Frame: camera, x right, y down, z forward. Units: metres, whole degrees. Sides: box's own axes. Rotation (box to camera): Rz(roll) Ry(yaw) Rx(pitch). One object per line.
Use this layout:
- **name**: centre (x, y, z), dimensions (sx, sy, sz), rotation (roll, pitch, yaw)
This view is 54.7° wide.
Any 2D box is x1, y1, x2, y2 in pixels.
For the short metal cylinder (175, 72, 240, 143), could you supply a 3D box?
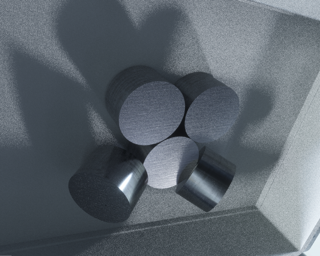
- **short metal cylinder**: centre (0.056, -0.027, 0.406), dimensions (0.081, 0.050, 0.079), rotation (-14, 125, -21)

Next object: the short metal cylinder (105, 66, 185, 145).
- **short metal cylinder**: centre (-0.018, -0.027, 0.364), dimensions (0.081, 0.050, 0.079), rotation (-14, 125, -21)

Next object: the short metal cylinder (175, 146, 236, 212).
- **short metal cylinder**: centre (0.065, 0.073, 0.445), dimensions (0.050, 0.080, 0.080), rotation (33, 103, 1)

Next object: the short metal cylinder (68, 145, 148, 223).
- **short metal cylinder**: centre (-0.061, 0.068, 0.374), dimensions (0.050, 0.080, 0.079), rotation (-57, 149, -50)

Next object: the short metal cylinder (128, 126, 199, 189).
- **short metal cylinder**: centre (0.004, 0.033, 0.413), dimensions (0.081, 0.050, 0.079), rotation (-14, 125, -21)
